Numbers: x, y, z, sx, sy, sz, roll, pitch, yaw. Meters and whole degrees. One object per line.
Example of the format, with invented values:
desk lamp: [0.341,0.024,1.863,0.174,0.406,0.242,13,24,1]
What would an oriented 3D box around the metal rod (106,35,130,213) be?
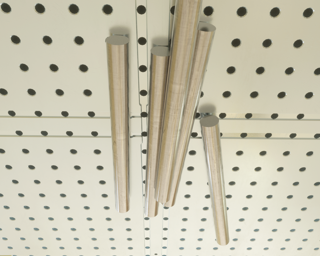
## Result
metal rod: [-0.054,0.020,0.427,0.025,0.025,0.298,2,130,-2]

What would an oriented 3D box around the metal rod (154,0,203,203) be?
metal rod: [0.016,-0.012,0.376,0.025,0.025,0.298,4,129,-3]

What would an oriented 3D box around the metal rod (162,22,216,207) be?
metal rod: [0.030,0.008,0.418,0.025,0.025,0.298,5,130,-4]

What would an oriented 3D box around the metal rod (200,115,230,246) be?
metal rod: [0.092,0.102,0.498,0.025,0.025,0.299,-8,130,7]

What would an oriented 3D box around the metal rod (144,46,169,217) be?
metal rod: [-0.006,0.029,0.436,0.025,0.025,0.298,2,130,-2]
